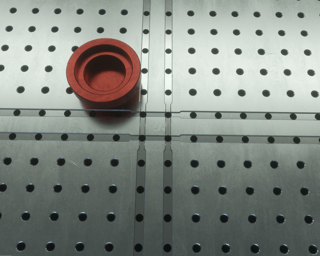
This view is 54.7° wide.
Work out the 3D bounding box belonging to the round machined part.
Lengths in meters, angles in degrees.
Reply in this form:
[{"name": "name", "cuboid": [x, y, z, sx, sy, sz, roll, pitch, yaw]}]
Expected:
[{"name": "round machined part", "cuboid": [-0.075, -0.071, 0.428, 0.099, 0.042, 0.098, 0, 70, -1]}]
